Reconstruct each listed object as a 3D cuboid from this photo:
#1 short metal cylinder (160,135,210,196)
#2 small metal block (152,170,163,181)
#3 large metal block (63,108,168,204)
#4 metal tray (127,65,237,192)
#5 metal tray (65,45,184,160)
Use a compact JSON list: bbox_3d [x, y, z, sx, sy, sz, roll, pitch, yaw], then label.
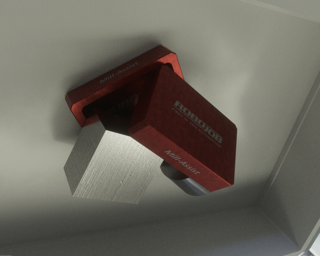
[{"bbox_3d":[0.047,0.047,0.428,0.080,0.080,0.050,-43,130,1],"label":"short metal cylinder"},{"bbox_3d":[-0.029,0.052,0.425,0.050,0.025,0.050,-26,128,-13],"label":"small metal block"},{"bbox_3d":[-0.049,0.033,0.344,0.081,0.050,0.080,18,109,-36],"label":"large metal block"},{"bbox_3d":[0.033,0.002,0.347,0.130,0.090,0.030,37,136,-25],"label":"metal tray"},{"bbox_3d":[-0.032,-0.029,0.369,0.131,0.030,0.090,-30,129,-10],"label":"metal tray"}]
